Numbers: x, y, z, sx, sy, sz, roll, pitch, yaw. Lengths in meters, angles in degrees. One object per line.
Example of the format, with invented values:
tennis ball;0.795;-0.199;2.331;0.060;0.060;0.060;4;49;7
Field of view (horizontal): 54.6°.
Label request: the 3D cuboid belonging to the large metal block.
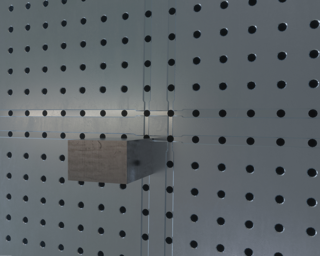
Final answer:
large metal block;-0.062;0.039;0.406;0.080;0.080;0.050;0;90;20
